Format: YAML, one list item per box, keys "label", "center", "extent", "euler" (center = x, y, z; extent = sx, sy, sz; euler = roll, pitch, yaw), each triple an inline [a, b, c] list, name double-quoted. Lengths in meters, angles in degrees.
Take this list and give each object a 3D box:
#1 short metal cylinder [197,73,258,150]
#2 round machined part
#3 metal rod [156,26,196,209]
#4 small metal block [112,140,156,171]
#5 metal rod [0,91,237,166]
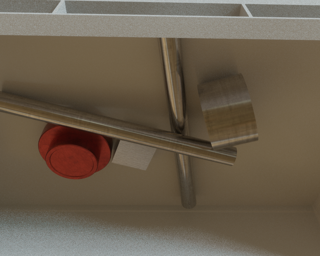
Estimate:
- label: "short metal cylinder"
  center: [0.078, -0.018, 0.359]
  extent: [0.050, 0.080, 0.080]
  euler: [-14, 129, 11]
- label: "round machined part"
  center: [-0.117, 0.033, 0.424]
  extent: [0.099, 0.042, 0.097]
  euler: [-1, 130, 0]
- label: "metal rod"
  center: [0.028, 0.012, 0.419]
  extent: [0.025, 0.025, 0.298]
  euler: [-6, 130, 5]
- label: "small metal block"
  center: [-0.036, 0.029, 0.433]
  extent: [0.050, 0.025, 0.050]
  euler: [15, 128, -13]
- label: "metal rod"
  center: [-0.053, 0.002, 0.387]
  extent: [0.302, 0.025, 0.025]
  euler: [13, 129, -3]
